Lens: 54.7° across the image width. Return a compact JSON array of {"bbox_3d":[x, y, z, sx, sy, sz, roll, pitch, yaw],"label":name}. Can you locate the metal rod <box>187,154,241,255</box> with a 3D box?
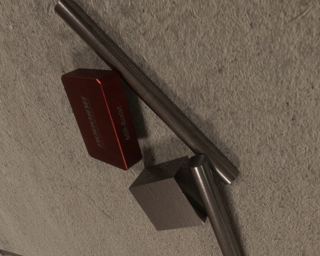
[{"bbox_3d":[0.096,0.163,0.439,0.025,0.025,0.299,-6,121,30],"label":"metal rod"}]

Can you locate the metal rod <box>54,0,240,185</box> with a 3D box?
[{"bbox_3d":[-0.013,-0.043,0.385,0.300,0.025,0.025,45,129,-4],"label":"metal rod"}]

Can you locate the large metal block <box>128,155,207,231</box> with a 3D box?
[{"bbox_3d":[0.017,0.094,0.439,0.080,0.050,0.080,-21,107,35],"label":"large metal block"}]

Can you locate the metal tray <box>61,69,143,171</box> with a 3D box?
[{"bbox_3d":[-0.078,-0.013,0.418,0.090,0.030,0.129,13,126,43],"label":"metal tray"}]
